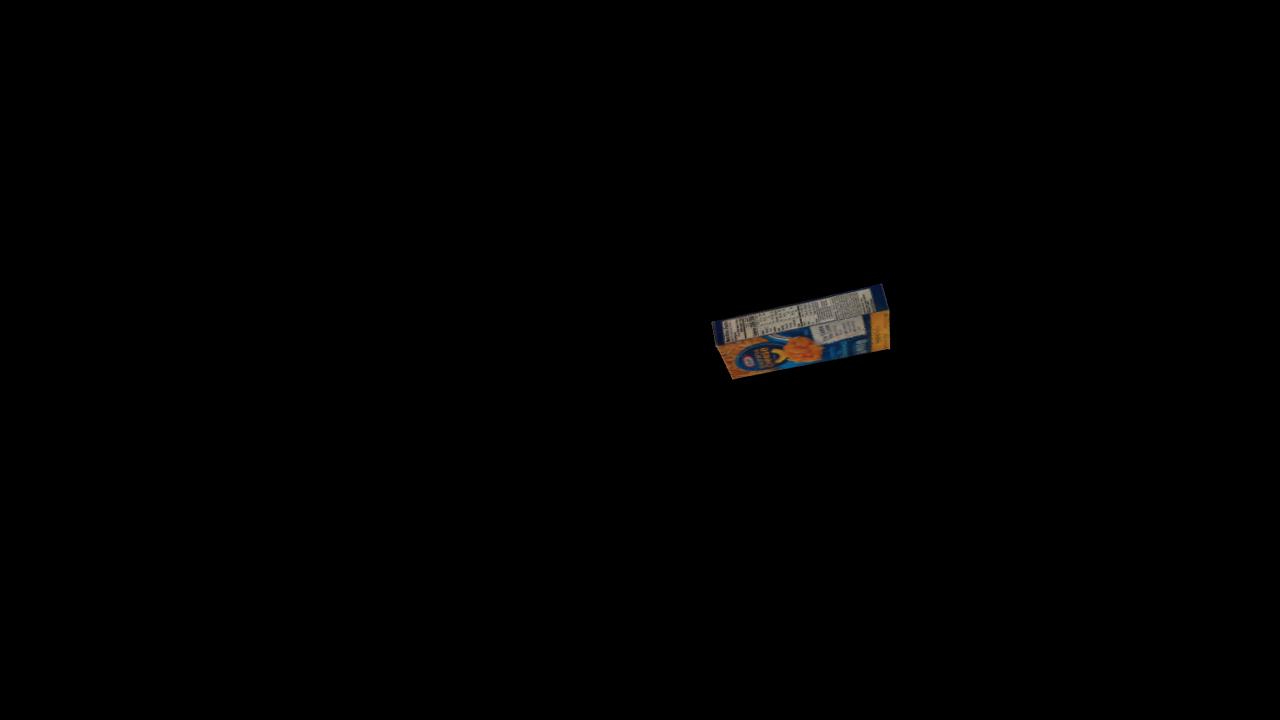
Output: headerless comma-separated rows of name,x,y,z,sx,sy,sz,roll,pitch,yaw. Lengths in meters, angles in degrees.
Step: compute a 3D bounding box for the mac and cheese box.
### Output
mac and cheese box,0.183,-0.028,0.695,0.184,0.041,0.093,-13,-29,16
